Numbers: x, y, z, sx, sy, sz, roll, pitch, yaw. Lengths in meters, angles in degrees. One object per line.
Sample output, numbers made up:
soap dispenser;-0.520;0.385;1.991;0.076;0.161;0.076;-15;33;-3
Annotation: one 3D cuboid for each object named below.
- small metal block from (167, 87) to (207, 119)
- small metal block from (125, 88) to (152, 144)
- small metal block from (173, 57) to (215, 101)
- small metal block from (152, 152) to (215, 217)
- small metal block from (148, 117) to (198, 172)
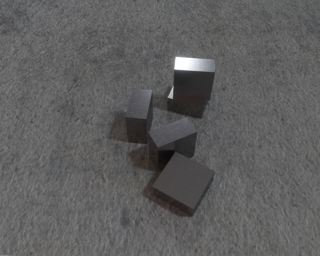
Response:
small metal block;0.042;-0.045;0.442;0.050;0.025;0.050;15;52;12
small metal block;-0.025;-0.015;0.399;0.025;0.050;0.050;6;50;4
small metal block;0.044;-0.064;0.409;0.050;0.050;0.025;5;50;3
small metal block;0.027;0.062;0.348;0.050;0.025;0.050;26;61;19
small metal block;0.014;0.020;0.370;0.050;0.050;0.025;-21;53;-17
